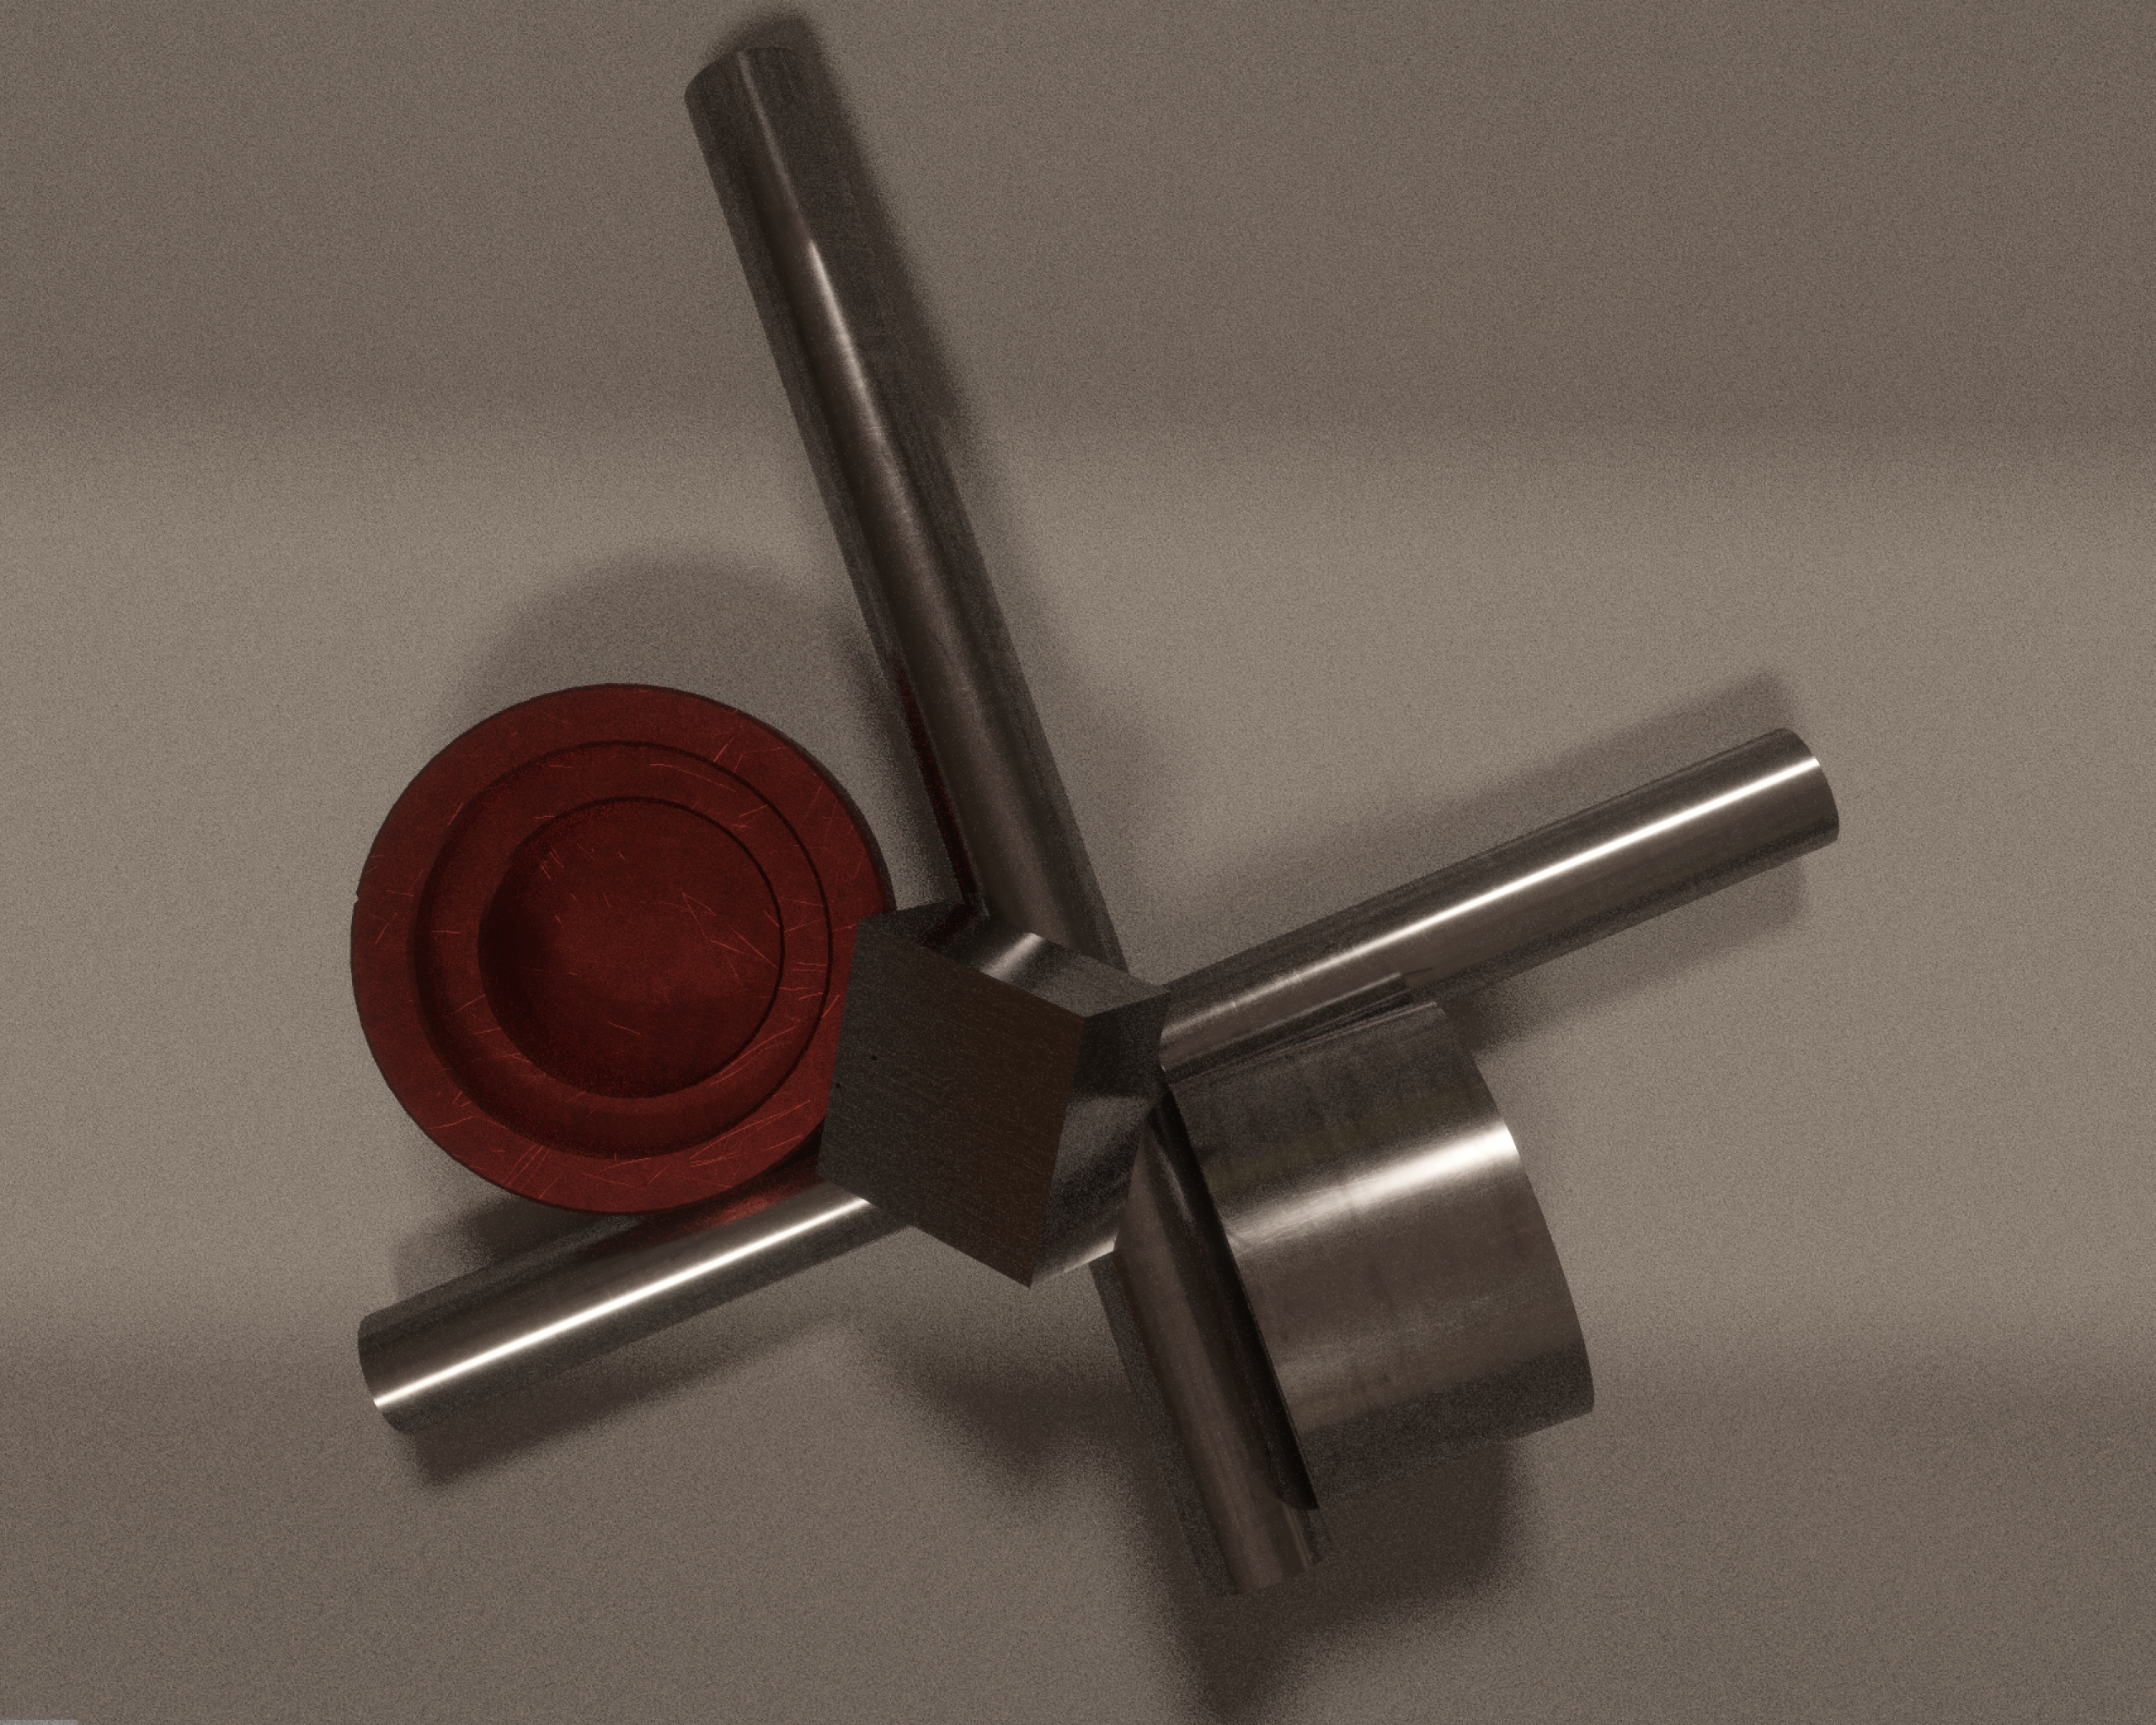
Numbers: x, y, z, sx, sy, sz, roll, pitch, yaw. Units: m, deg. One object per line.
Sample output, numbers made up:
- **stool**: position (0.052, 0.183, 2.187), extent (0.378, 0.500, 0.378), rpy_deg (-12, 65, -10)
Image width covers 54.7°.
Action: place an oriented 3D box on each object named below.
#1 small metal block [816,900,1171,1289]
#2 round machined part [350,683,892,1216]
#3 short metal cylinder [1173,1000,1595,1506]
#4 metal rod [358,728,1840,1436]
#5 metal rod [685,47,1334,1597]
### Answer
- **small metal block**: position (-0.016, 0.039, 0.369), extent (0.050, 0.025, 0.050), rpy_deg (21, 109, 32)
- **round machined part**: position (-0.084, 0.016, 0.401), extent (0.099, 0.042, 0.097), rpy_deg (0, 90, -1)
- **short metal cylinder**: position (0.054, 0.071, 0.383), extent (0.050, 0.080, 0.080), rpy_deg (-20, 90, 0)
- **metal rod**: position (0.005, 0.043, 0.410), extent (0.301, 0.025, 0.025), rpy_deg (-23, 90, -1)
- **metal rod**: position (-0.015, -0.013, 0.392), extent (0.025, 0.025, 0.299), rpy_deg (-19, 83, 0)
